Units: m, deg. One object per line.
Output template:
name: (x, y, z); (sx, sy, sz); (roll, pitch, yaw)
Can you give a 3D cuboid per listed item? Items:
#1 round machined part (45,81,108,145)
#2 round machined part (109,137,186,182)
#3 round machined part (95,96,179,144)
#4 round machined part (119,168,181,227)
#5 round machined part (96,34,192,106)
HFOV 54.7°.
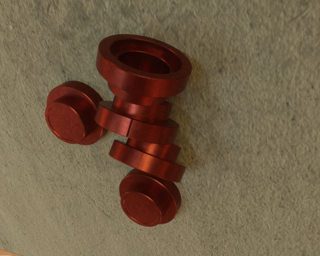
round machined part: (-0.126, -0.016, 0.450); (0.098, 0.042, 0.097); (13, 124, 20)
round machined part: (-0.012, 0.032, 0.398); (0.098, 0.098, 0.042); (21, 87, 15)
round machined part: (-0.024, -0.018, 0.366); (0.098, 0.098, 0.042); (20, 101, 16)
round machined part: (-0.020, 0.112, 0.474); (0.098, 0.042, 0.097); (13, 124, 20)
round machined part: (-0.019, -0.060, 0.331); (0.098, 0.098, 0.042); (26, 127, 11)
